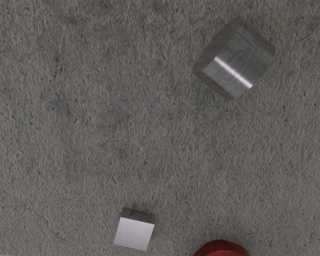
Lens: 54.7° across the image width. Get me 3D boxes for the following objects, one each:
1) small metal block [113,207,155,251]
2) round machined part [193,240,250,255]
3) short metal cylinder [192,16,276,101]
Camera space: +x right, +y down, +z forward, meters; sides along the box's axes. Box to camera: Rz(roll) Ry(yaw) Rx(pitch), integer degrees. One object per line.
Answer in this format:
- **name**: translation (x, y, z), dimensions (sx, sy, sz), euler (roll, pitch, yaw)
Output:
- **small metal block**: translation (-0.039, 0.152, 0.465), dimensions (0.050, 0.025, 0.050), euler (14, 109, -6)
- **round machined part**: translation (0.094, 0.215, 0.481), dimensions (0.099, 0.042, 0.097), euler (0, 110, 0)
- **short metal cylinder**: translation (0.082, -0.078, 0.353), dimensions (0.050, 0.080, 0.080), euler (36, 106, -13)
